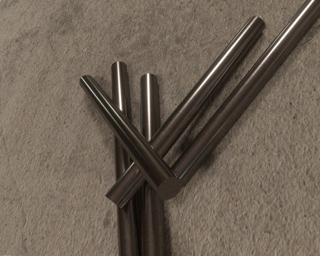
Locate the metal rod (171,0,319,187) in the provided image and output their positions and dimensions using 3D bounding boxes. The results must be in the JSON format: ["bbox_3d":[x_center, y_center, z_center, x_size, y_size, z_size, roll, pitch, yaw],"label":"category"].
[{"bbox_3d":[0.110,-0.052,0.377,0.025,0.025,0.300,34,80,38],"label":"metal rod"}]

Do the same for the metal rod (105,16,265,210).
[{"bbox_3d":[0.041,-0.030,0.380,0.025,0.025,0.300,27,70,37],"label":"metal rod"}]

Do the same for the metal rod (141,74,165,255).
[{"bbox_3d":[-0.011,0.055,0.374,0.025,0.025,0.299,-15,55,19],"label":"metal rod"}]

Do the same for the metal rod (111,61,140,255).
[{"bbox_3d":[-0.048,0.025,0.411,0.025,0.025,0.299,-20,54,16],"label":"metal rod"}]

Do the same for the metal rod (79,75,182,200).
[{"bbox_3d":[-0.056,-0.011,0.395,0.025,0.025,0.300,-43,38,-2],"label":"metal rod"}]
